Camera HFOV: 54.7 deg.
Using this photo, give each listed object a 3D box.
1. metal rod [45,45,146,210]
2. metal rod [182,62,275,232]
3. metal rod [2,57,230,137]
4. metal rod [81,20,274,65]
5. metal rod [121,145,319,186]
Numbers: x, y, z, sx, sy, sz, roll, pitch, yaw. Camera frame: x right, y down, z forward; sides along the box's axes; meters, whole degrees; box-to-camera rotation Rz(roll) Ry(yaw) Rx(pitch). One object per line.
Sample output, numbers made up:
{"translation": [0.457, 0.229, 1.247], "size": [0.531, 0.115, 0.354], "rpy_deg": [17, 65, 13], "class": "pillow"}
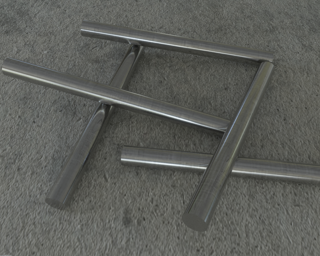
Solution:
{"translation": [-0.074, -0.029, 0.426], "size": [0.025, 0.025, 0.300], "rpy_deg": [12, 51, 9], "class": "metal rod"}
{"translation": [0.098, -0.003, 0.381], "size": [0.025, 0.025, 0.301], "rpy_deg": [21, 45, 17], "class": "metal rod"}
{"translation": [-0.055, -0.040, 0.405], "size": [0.302, 0.025, 0.025], "rpy_deg": [16, 51, 1], "class": "metal rod"}
{"translation": [0.028, -0.134, 0.492], "size": [0.302, 0.025, 0.025], "rpy_deg": [9, 50, -2], "class": "metal rod"}
{"translation": [0.105, 0.047, 0.363], "size": [0.302, 0.025, 0.025], "rpy_deg": [5, 50, 4], "class": "metal rod"}
